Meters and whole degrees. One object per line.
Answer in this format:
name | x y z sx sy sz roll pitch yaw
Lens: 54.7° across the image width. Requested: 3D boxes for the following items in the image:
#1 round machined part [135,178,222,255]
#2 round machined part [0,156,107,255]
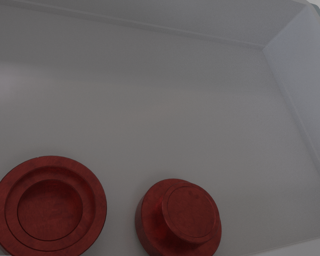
round machined part | 0.026 0.099 0.341 0.099 0.042 0.098 15 49 -17
round machined part | -0.104 0.079 0.291 0.099 0.042 0.098 14 56 -21
